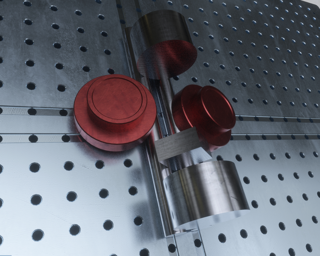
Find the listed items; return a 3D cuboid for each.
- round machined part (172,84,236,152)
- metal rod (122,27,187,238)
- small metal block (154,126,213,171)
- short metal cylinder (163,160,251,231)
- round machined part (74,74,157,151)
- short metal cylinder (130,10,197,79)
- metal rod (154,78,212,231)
[{"bbox_3d":[0.066,-0.020,0.428,0.099,0.042,0.098,26,47,-31],"label":"round machined part"},{"bbox_3d":[-0.014,-0.013,0.407,0.025,0.025,0.299,1,61,-28],"label":"metal rod"},{"bbox_3d":[0.028,0.026,0.361,0.050,0.050,0.025,41,32,-60],"label":"small metal block"},{"bbox_3d":[0.048,0.073,0.326,0.081,0.080,0.050,1,62,-28],"label":"short metal cylinder"},{"bbox_3d":[-0.052,-0.025,0.369,0.099,0.042,0.098,5,61,-10],"label":"round machined part"},{"bbox_3d":[0.004,-0.109,0.413,0.081,0.080,0.050,1,62,-28],"label":"short metal cylinder"},{"bbox_3d":[0.017,-0.015,0.425,0.025,0.025,0.299,1,61,-28],"label":"metal rod"}]
